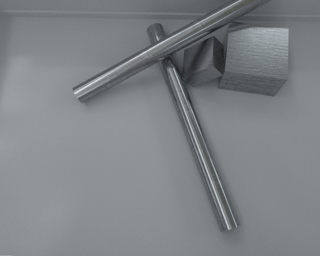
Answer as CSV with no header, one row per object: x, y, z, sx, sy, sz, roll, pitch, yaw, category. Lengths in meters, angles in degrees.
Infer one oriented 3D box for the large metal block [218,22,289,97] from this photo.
0.129,-0.096,0.433,0.080,0.050,0.080,8,70,2,large metal block

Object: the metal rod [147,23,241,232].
0.038,-0.014,0.415,0.025,0.025,0.299,-17,71,-6,metal rod

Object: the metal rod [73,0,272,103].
0.020,-0.116,0.418,0.301,0.025,0.025,-28,72,3,metal rod

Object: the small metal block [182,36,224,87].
0.059,-0.091,0.426,0.050,0.025,0.050,-17,55,40,small metal block
